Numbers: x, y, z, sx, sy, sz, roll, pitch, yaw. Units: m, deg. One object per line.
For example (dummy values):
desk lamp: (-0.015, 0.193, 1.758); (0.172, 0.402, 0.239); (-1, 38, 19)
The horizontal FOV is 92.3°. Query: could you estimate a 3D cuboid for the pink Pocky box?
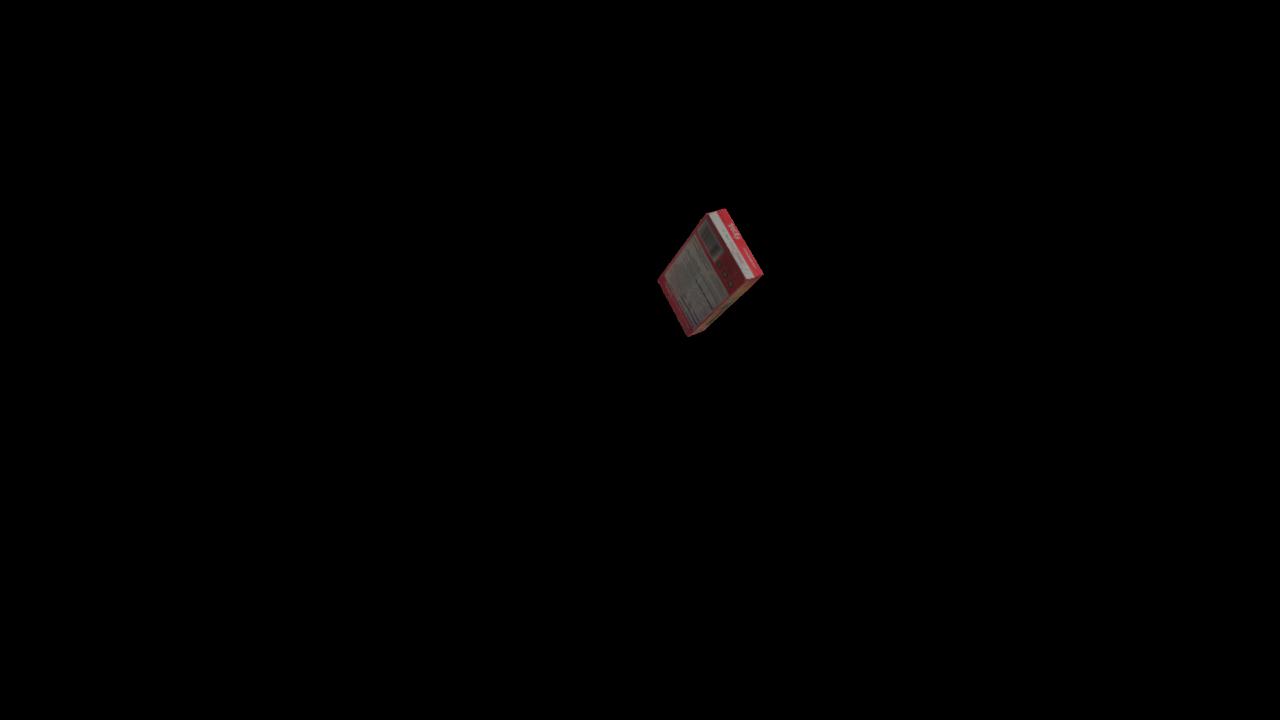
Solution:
pink Pocky box: (0.073, -0.093, 0.690); (0.029, 0.084, 0.155); (-22, -12, -25)
